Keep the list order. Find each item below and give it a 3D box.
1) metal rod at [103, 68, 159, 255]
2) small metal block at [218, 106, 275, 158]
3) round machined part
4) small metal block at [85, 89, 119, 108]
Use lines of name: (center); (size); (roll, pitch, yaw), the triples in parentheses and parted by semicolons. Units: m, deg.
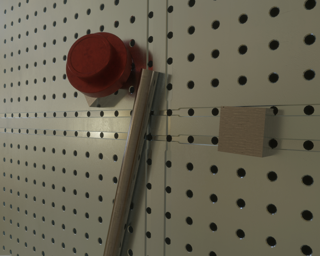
metal rod: (-0.045, 0.065, 0.446); (0.025, 0.025, 0.298); (20, 103, 38)
small metal block: (0.092, 0.003, 0.333); (0.050, 0.025, 0.050); (6, 94, 40)
round machined part: (-0.094, -0.097, 0.450); (0.098, 0.042, 0.098); (-4, 74, 15)
small metal block: (-0.097, -0.067, 0.490); (0.050, 0.025, 0.050); (-41, 65, 32)
